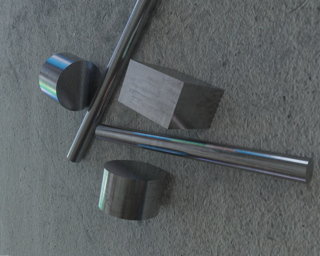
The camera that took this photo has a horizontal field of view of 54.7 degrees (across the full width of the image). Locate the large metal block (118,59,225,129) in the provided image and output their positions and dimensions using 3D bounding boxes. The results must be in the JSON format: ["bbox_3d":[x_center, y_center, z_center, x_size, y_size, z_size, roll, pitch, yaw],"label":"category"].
[{"bbox_3d":[0.013,-0.038,0.358,0.080,0.081,0.050,30,109,36],"label":"large metal block"}]

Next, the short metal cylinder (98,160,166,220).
[{"bbox_3d":[-0.036,0.077,0.399,0.080,0.081,0.050,17,101,38],"label":"short metal cylinder"}]

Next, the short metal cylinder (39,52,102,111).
[{"bbox_3d":[-0.138,-0.072,0.483,0.050,0.081,0.079,28,108,36],"label":"short metal cylinder"}]

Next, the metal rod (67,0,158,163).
[{"bbox_3d":[-0.077,-0.069,0.468,0.025,0.025,0.298,44,116,31],"label":"metal rod"}]

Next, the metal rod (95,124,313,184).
[{"bbox_3d":[0.025,0.023,0.384,0.300,0.025,0.025,9,96,39],"label":"metal rod"}]
